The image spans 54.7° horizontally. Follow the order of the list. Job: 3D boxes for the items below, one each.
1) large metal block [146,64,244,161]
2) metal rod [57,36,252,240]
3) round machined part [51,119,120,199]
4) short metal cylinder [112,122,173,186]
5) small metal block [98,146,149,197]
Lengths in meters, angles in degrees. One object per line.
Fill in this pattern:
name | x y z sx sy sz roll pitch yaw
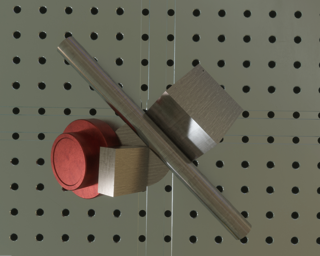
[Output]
large metal block | 0.043 -0.020 0.376 0.080 0.050 0.080 46 47 0
metal rod | -0.006 0.012 0.359 0.025 0.025 0.300 -43 90 0
round machined part | -0.095 0.038 0.375 0.098 0.042 0.097 3 95 38
short metal cylinder | -0.024 0.031 0.397 0.081 0.050 0.079 0 90 0
small metal block | -0.040 0.046 0.345 0.025 0.050 0.050 3 91 40
